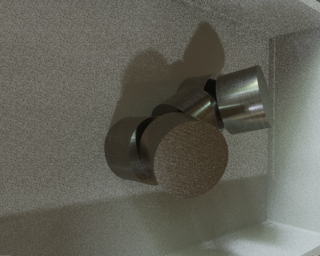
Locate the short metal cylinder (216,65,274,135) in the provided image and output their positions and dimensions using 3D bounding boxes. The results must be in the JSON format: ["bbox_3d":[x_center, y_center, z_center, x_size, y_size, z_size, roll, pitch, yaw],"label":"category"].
[{"bbox_3d":[0.110,-0.035,0.398,0.080,0.050,0.080,35,49,-52],"label":"short metal cylinder"}]

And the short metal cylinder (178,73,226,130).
[{"bbox_3d":[0.070,-0.037,0.449,0.081,0.050,0.079,0,90,-40],"label":"short metal cylinder"}]

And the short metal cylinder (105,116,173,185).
[{"bbox_3d":[-0.019,0.026,0.374,0.081,0.050,0.079,0,90,-40],"label":"short metal cylinder"}]

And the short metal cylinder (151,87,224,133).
[{"bbox_3d":[0.035,-0.007,0.400,0.050,0.080,0.080,-37,113,-34],"label":"short metal cylinder"}]

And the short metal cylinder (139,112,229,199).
[{"bbox_3d":[0.024,0.027,0.326,0.081,0.050,0.079,-5,104,-19],"label":"short metal cylinder"}]
